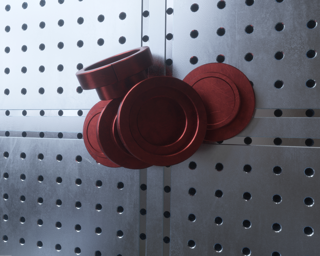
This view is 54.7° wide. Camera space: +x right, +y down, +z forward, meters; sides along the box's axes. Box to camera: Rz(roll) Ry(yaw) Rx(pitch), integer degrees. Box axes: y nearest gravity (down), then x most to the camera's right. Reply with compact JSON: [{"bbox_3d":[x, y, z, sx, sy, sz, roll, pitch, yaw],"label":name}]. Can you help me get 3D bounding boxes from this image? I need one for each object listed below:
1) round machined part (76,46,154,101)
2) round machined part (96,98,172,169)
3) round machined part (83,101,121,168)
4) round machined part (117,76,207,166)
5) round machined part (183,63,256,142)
[{"bbox_3d":[-0.053,-0.068,0.397,0.098,0.098,0.042,-13,111,19],"label":"round machined part"},{"bbox_3d":[-0.028,0.003,0.387,0.099,0.042,0.097,1,87,-17],"label":"round machined part"},{"bbox_3d":[-0.065,0.006,0.425,0.098,0.042,0.097,0,90,19],"label":"round machined part"},{"bbox_3d":[0.000,-0.007,0.352,0.099,0.042,0.097,0,89,-14],"label":"round machined part"},{"bbox_3d":[0.066,-0.032,0.380,0.098,0.042,0.097,0,90,19],"label":"round machined part"}]
